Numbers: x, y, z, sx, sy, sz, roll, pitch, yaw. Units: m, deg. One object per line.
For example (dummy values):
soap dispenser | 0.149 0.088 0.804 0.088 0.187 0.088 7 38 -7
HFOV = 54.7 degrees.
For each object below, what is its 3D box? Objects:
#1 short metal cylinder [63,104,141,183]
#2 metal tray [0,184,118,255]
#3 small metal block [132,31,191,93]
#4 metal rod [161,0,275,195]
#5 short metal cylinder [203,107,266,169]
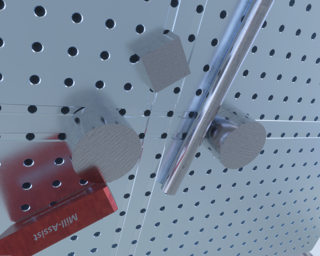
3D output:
short metal cylinder | -0.069 0.018 0.369 0.081 0.050 0.079 -14 124 -21
metal tray | -0.119 0.108 0.370 0.131 0.090 0.030 -26 91 -13
small metal block | 0.003 -0.077 0.365 0.050 0.025 0.050 -31 129 -9
metal rod | 0.071 -0.033 0.429 0.025 0.025 0.298 12 112 -33
short metal cylinder | 0.110 0.015 0.464 0.081 0.050 0.079 -14 124 -21
